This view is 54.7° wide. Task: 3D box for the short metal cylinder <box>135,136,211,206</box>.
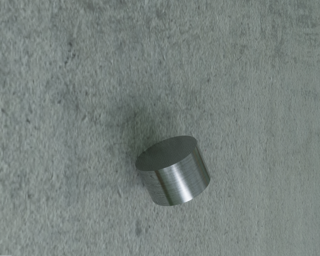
[{"bbox_3d":[0.016,0.051,0.385,0.080,0.080,0.050,-37,113,-34],"label":"short metal cylinder"}]
